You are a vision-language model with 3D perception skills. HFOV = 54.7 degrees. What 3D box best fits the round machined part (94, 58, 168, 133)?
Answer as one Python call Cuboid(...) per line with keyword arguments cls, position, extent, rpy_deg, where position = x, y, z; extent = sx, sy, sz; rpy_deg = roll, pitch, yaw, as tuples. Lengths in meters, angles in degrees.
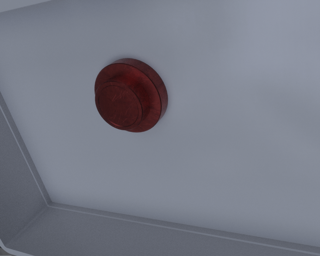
Cuboid(cls="round machined part", position=(-0.043, -0.036, 0.397), extent=(0.098, 0.042, 0.097), rpy_deg=(13, 124, 20))
